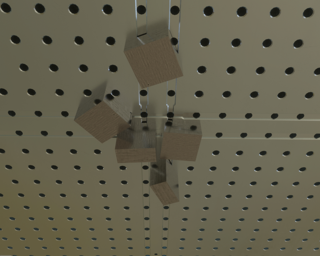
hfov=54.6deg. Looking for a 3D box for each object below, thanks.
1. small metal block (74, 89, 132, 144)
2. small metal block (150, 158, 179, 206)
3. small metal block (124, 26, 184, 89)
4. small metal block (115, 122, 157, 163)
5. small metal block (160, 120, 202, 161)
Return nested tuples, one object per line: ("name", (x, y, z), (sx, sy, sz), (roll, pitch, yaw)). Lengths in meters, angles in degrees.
("small metal block", (-0.072, -0.014, 0.399), (0.050, 0.025, 0.050), (-30, 124, 23))
("small metal block", (0.007, 0.078, 0.461), (0.025, 0.050, 0.050), (-18, 128, 15))
("small metal block", (-0.006, -0.077, 0.346), (0.050, 0.025, 0.050), (-16, 129, 13))
("small metal block", (-0.030, 0.019, 0.411), (0.050, 0.050, 0.025), (-2, 130, 2))
("small metal block", (0.027, 0.018, 0.427), (0.050, 0.025, 0.050), (5, 130, -4))
